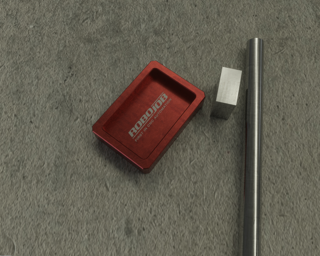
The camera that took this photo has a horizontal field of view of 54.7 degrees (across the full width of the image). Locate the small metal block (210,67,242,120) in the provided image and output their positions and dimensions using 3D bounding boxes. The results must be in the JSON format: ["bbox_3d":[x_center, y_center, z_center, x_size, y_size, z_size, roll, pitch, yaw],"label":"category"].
[{"bbox_3d":[0.087,-0.045,0.412,0.025,0.050,0.050,13,71,4],"label":"small metal block"}]

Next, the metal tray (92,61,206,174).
[{"bbox_3d":[-0.013,-0.017,0.411,0.090,0.030,0.130,36,73,11],"label":"metal tray"}]

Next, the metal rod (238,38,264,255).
[{"bbox_3d":[0.121,0.014,0.404,0.025,0.025,0.299,7,70,2],"label":"metal rod"}]
